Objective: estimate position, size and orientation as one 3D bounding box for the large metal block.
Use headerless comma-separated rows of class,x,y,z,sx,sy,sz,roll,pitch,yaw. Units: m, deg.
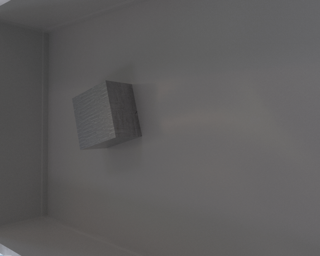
large metal block,-0.079,-0.016,0.458,0.080,0.050,0.080,-19,78,38
